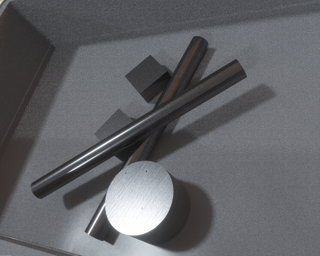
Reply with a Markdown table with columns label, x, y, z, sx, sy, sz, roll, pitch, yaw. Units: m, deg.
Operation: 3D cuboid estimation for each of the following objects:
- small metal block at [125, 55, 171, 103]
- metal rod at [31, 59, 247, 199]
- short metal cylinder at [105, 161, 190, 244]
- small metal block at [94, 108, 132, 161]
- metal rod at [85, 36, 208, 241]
| label | x | y | z | sx | sy | sz | roll | pitch | yaw |
| --- | --- | --- | --- | --- | --- | --- | --- | --- | --- |
| small metal block | -0.016 | -0.073 | 0.457 | 0.050 | 0.025 | 0.050 | -40 | 51 | 1 |
| metal rod | -0.033 | 0.006 | 0.384 | 0.300 | 0.025 | 0.025 | -31 | 52 | 9 |
| short metal cylinder | -0.013 | 0.083 | 0.344 | 0.080 | 0.050 | 0.080 | -13 | 56 | 20 |
| small metal block | -0.055 | 0.009 | 0.428 | 0.050 | 0.025 | 0.050 | -46 | 52 | -5 |
| metal rod | -0.010 | 0.001 | 0.408 | 0.025 | 0.025 | 0.300 | 17 | 70 | 34 |
